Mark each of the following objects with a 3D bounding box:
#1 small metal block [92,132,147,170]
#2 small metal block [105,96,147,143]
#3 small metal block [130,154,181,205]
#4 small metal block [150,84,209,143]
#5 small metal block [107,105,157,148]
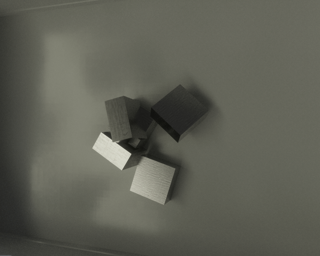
[{"bbox_3d":[-0.053,0.028,0.415,0.050,0.050,0.025,34,102,16],"label":"small metal block"},{"bbox_3d":[-0.041,-0.009,0.383,0.025,0.050,0.050,-14,82,16],"label":"small metal block"},{"bbox_3d":[-0.006,0.067,0.412,0.050,0.025,0.050,19,96,18],"label":"small metal block"},{"bbox_3d":[0.024,-0.018,0.389,0.050,0.025,0.050,-41,75,-19],"label":"small metal block"},{"bbox_3d":[-0.035,-0.007,0.420,0.050,0.025,0.050,34,96,16],"label":"small metal block"}]
